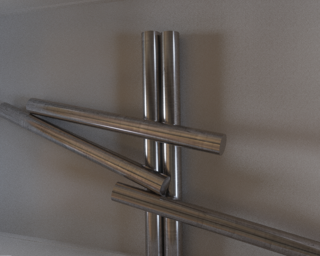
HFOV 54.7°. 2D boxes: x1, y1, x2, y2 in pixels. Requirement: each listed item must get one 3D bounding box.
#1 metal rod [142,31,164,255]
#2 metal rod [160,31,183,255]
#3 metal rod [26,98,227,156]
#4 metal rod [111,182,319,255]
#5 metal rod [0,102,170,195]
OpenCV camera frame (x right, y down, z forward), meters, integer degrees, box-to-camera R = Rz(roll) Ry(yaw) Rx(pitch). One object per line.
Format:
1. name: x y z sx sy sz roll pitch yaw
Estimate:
1. metal rod: -0.009 0.024 0.410 0.025 0.025 0.298 -1 90 19
2. metal rod: 0.015 0.027 0.401 0.025 0.025 0.298 -1 90 19
3. metal rod: -0.063 -0.008 0.409 0.301 0.025 0.025 11 94 26
4. metal rod: 0.086 0.116 0.360 0.301 0.025 0.025 14 95 13
5. metal rod: -0.122 0.021 0.437 0.301 0.025 0.025 21 97 23
